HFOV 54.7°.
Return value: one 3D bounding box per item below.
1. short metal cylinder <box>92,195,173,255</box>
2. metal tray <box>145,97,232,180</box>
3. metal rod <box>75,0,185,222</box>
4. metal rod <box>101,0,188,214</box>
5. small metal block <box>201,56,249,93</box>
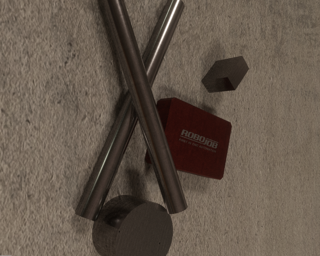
[{"bbox_3d":[-0.031,0.123,0.364,0.081,0.050,0.079,0,90,-40],"label":"short metal cylinder"},{"bbox_3d":[0.046,0.019,0.442,0.131,0.030,0.090,20,78,-39],"label":"metal tray"},{"bbox_3d":[-0.030,-0.036,0.381,0.025,0.025,0.299,33,69,-36],"label":"metal rod"},{"bbox_3d":[-0.024,-0.047,0.356,0.025,0.025,0.298,-19,93,-39],"label":"metal rod"},{"bbox_3d":[0.100,-0.082,0.475,0.025,0.050,0.050,52,59,-28],"label":"small metal block"}]
